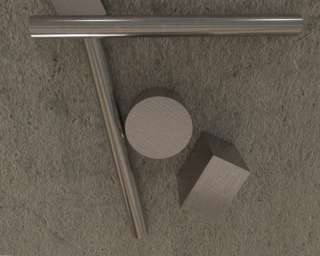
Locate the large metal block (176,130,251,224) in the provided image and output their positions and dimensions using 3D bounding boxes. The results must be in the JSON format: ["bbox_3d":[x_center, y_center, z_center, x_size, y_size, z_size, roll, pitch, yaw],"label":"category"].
[{"bbox_3d":[0.065,0.061,0.404,0.050,0.080,0.080,25,108,-9],"label":"large metal block"}]

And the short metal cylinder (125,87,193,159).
[{"bbox_3d":[-0.001,-0.008,0.394,0.081,0.050,0.079,0,110,-1],"label":"short metal cylinder"}]

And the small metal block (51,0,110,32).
[{"bbox_3d":[-0.093,-0.145,0.355,0.050,0.025,0.050,-22,109,7],"label":"small metal block"}]

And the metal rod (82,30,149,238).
[{"bbox_3d":[-0.055,0.021,0.416,0.025,0.025,0.298,-10,110,3],"label":"metal rod"}]

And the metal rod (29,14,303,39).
[{"bbox_3d":[0.012,-0.115,0.351,0.302,0.025,0.025,-3,110,-6],"label":"metal rod"}]
